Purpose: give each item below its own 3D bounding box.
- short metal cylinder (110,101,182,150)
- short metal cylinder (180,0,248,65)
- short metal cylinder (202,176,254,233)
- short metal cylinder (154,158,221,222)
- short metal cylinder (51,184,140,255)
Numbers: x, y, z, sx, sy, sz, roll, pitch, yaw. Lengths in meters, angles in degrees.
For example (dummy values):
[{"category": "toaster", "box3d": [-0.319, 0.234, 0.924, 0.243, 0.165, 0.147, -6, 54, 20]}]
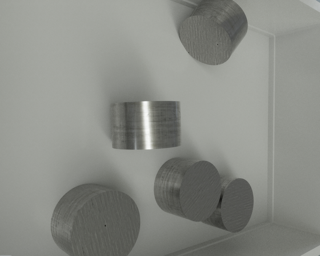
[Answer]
[{"category": "short metal cylinder", "box3d": [-0.016, -0.004, 0.359, 0.081, 0.080, 0.050, -4, 93, -40]}, {"category": "short metal cylinder", "box3d": [0.075, -0.136, 0.436, 0.080, 0.080, 0.050, 52, 59, -28]}, {"category": "short metal cylinder", "box3d": [0.100, 0.114, 0.477, 0.081, 0.050, 0.079, 0, 90, -40]}, {"category": "short metal cylinder", "box3d": [0.039, 0.082, 0.425, 0.081, 0.050, 0.079, 0, 90, -40]}, {"category": "short metal cylinder", "box3d": [-0.069, 0.104, 0.335, 0.081, 0.050, 0.079, 0, 90, -40]}]
